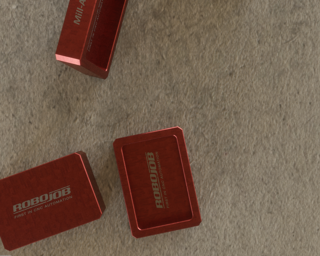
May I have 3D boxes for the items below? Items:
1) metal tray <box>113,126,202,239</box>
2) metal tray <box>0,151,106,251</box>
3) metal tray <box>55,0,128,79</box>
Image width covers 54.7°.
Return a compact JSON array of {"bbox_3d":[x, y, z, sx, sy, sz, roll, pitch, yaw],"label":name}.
[{"bbox_3d":[-0.003,0.069,0.407,0.091,0.030,0.129,-12,90,-1],"label":"metal tray"},{"bbox_3d":[-0.149,0.093,0.406,0.131,0.030,0.090,-20,90,-1],"label":"metal tray"},{"bbox_3d":[-0.076,-0.132,0.374,0.030,0.090,0.129,15,90,9],"label":"metal tray"}]
